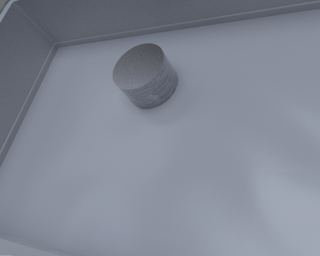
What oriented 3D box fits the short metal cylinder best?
[{"bbox_3d":[-0.020,-0.074,0.447,0.080,0.050,0.080,-13,56,21],"label":"short metal cylinder"}]
